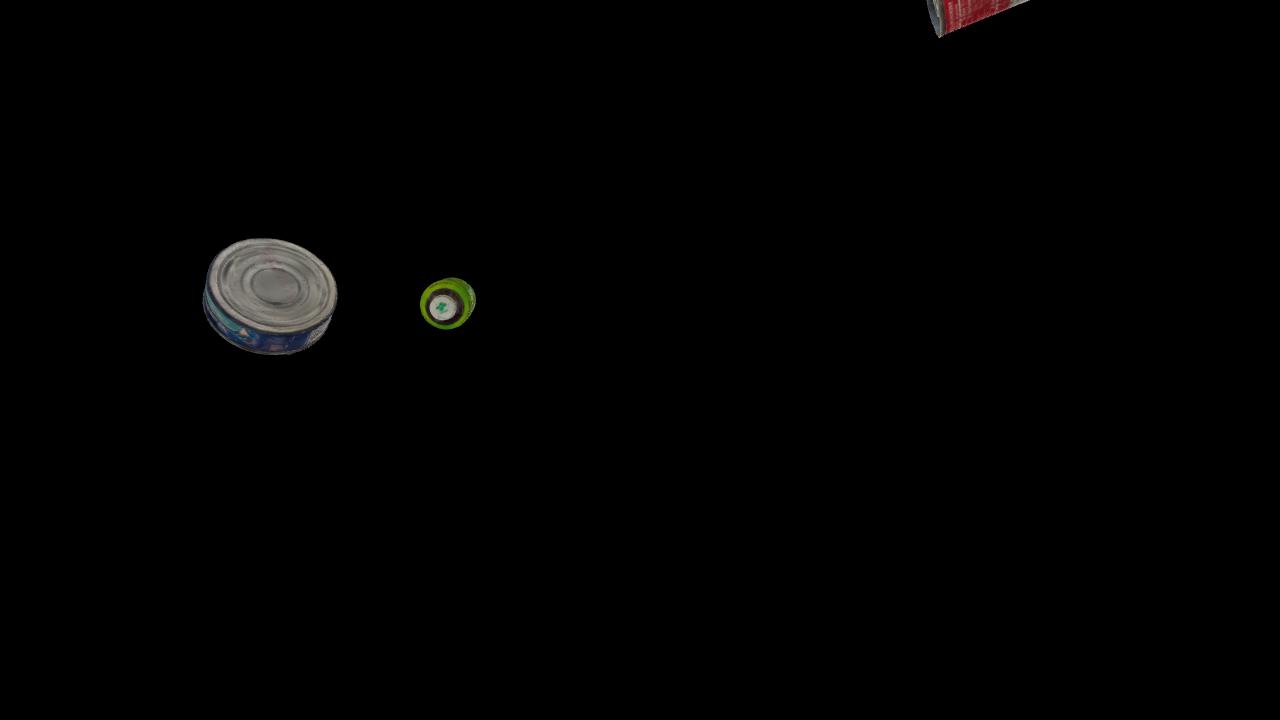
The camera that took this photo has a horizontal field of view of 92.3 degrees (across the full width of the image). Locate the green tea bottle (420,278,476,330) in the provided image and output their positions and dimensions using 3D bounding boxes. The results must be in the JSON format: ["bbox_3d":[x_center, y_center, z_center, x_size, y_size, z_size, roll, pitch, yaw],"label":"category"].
[{"bbox_3d":[-0.274,-0.080,0.877,0.073,0.073,0.212,0,11,-13],"label":"green tea bottle"}]

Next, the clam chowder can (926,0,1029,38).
[{"bbox_3d":[0.250,-0.274,0.415,0.102,0.068,0.068,-13,-6,25],"label":"clam chowder can"}]

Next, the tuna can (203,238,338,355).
[{"bbox_3d":[-0.271,-0.048,0.454,0.084,0.084,0.034,0,-26,-39],"label":"tuna can"}]
